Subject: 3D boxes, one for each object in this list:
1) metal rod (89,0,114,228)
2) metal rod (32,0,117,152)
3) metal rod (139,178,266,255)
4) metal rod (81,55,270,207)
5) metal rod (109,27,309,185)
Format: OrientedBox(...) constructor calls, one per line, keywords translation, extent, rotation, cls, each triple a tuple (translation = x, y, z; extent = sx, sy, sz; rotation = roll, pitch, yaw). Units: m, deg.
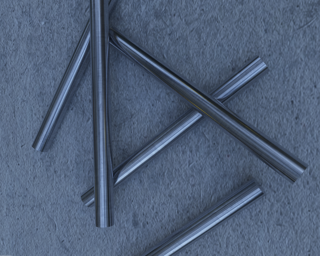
OrientedBox(translation=(-0.077, -0.022, 0.408), extent=(0.025, 0.025, 0.298), rotation=(-2, 89, 20), cls="metal rod")
OrientedBox(translation=(-0.116, -0.100, 0.449), extent=(0.025, 0.025, 0.299), rotation=(30, 100, 17), cls="metal rod")
OrientedBox(translation=(0.006, 0.161, 0.406), extent=(0.300, 0.025, 0.025), rotation=(-39, 78, 15), cls="metal rod")
OrientedBox(translation=(0.009, 0.013, 0.405), extent=(0.300, 0.025, 0.025), rotation=(-39, 78, 15), cls="metal rod")
OrientedBox(translation=(0.036, -0.041, 0.371), extent=(0.300, 0.025, 0.025), rotation=(40, 103, 24), cls="metal rod")
